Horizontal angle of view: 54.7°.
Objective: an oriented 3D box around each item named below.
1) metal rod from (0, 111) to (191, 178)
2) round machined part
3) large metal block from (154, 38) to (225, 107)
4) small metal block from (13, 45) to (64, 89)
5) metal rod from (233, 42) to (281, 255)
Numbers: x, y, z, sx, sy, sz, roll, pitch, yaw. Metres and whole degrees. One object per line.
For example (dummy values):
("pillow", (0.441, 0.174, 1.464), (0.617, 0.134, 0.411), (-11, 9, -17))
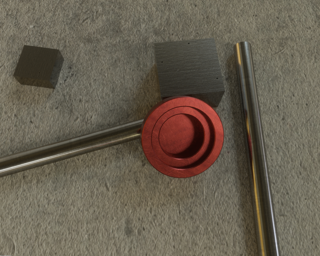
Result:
("metal rod", (-0.099, 0.021, 0.399), (0.302, 0.025, 0.025), (-16, 71, -6))
("round machined part", (0.025, 0.008, 0.382), (0.099, 0.042, 0.097), (-2, 100, -9))
("large metal block", (0.037, -0.071, 0.421), (0.081, 0.050, 0.080), (-6, 70, -3))
("small metal block", (-0.170, -0.086, 0.438), (0.050, 0.025, 0.050), (8, 70, 2))
("metal rod", (0.123, 0.021, 0.401), (0.025, 0.025, 0.299), (-1, 70, -1))
